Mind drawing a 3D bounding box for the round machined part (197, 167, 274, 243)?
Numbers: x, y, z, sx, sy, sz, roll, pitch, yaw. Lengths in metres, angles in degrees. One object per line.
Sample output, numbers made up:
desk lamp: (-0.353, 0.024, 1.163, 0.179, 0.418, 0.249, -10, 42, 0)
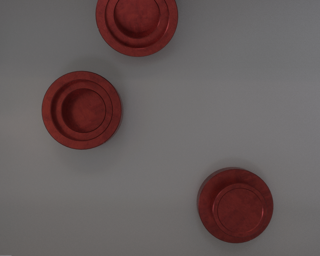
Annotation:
round machined part: (0.099, 0.102, 0.404, 0.099, 0.042, 0.097, 0, 90, 0)

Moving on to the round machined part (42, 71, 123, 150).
round machined part: (-0.096, -0.022, 0.402, 0.099, 0.042, 0.097, 0, 90, 0)

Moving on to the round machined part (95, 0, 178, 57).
round machined part: (-0.029, -0.143, 0.388, 0.099, 0.042, 0.097, -3, 125, -4)
